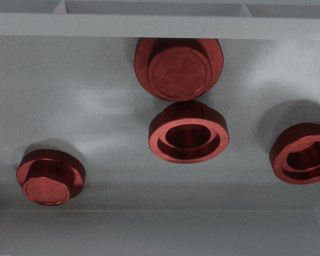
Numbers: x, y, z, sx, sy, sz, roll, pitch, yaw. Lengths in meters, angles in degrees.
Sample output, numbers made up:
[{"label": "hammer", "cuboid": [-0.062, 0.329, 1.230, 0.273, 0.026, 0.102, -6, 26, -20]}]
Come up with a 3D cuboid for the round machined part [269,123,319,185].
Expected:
[{"label": "round machined part", "cuboid": [0.201, 0.031, 0.428, 0.099, 0.042, 0.097, -1, 130, 0]}]

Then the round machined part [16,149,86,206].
[{"label": "round machined part", "cuboid": [-0.165, 0.081, 0.464, 0.099, 0.042, 0.097, -1, 130, 0]}]

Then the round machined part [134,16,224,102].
[{"label": "round machined part", "cuboid": [0.021, -0.068, 0.341, 0.099, 0.042, 0.097, -1, 130, 0]}]

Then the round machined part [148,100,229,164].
[{"label": "round machined part", "cuboid": [0.035, 0.002, 0.392, 0.099, 0.042, 0.097, -1, 142, 0]}]
